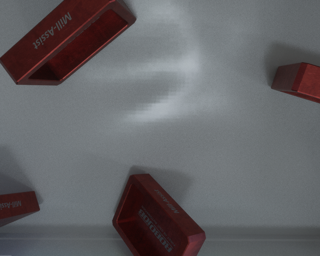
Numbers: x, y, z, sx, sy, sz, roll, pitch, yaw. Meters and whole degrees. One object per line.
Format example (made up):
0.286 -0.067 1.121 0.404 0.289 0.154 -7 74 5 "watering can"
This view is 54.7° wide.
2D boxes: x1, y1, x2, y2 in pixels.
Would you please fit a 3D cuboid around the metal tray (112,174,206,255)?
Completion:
-0.008 0.132 0.408 0.030 0.130 0.089 4 115 -42 "metal tray"

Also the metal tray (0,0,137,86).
-0.094 -0.097 0.336 0.130 0.090 0.030 -36 90 12 "metal tray"

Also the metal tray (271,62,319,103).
0.205 -0.039 0.353 0.131 0.090 0.030 17 100 2 "metal tray"

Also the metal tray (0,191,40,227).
-0.231 0.115 0.396 0.090 0.130 0.030 -24 79 8 "metal tray"
